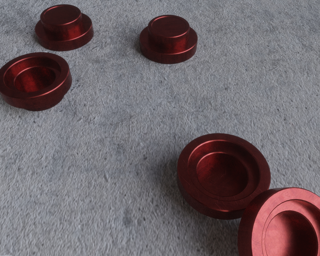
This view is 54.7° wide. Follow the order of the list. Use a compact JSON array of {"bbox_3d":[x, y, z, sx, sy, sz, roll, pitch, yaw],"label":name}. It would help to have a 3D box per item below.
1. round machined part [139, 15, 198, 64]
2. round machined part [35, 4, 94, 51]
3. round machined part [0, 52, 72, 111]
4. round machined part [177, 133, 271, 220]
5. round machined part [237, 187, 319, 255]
[{"bbox_3d":[0.014,-0.155,0.522,0.099,0.042,0.098,0,50,0],"label":"round machined part"},{"bbox_3d":[-0.169,-0.181,0.543,0.099,0.042,0.098,0,50,0],"label":"round machined part"},{"bbox_3d":[-0.175,-0.062,0.443,0.099,0.042,0.098,0,50,0],"label":"round machined part"},{"bbox_3d":[0.068,0.056,0.345,0.099,0.042,0.098,0,50,0],"label":"round machined part"},{"bbox_3d":[0.114,0.105,0.286,0.099,0.042,0.098,4,76,-17],"label":"round machined part"}]
